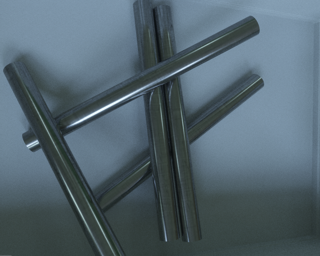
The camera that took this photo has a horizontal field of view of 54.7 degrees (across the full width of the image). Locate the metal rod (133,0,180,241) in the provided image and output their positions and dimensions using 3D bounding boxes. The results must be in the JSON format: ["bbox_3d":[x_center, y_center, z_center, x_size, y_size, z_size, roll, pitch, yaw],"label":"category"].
[{"bbox_3d":[-0.005,-0.014,0.389,0.025,0.025,0.298,-5,84,-20],"label":"metal rod"}]

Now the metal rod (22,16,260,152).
[{"bbox_3d":[-0.018,-0.054,0.367,0.301,0.025,0.025,-28,100,-4],"label":"metal rod"}]

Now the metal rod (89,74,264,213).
[{"bbox_3d":[0.031,0.016,0.423,0.301,0.025,0.025,-37,102,-17],"label":"metal rod"}]

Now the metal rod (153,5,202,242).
[{"bbox_3d":[0.021,-0.010,0.397,0.025,0.025,0.298,-5,83,-20],"label":"metal rod"}]

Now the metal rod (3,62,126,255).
[{"bbox_3d":[-0.088,0.056,0.316,0.025,0.025,0.299,-27,75,-18],"label":"metal rod"}]
